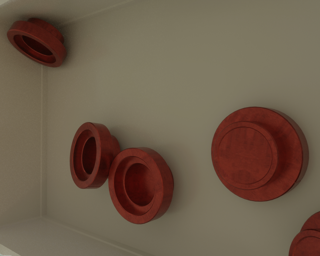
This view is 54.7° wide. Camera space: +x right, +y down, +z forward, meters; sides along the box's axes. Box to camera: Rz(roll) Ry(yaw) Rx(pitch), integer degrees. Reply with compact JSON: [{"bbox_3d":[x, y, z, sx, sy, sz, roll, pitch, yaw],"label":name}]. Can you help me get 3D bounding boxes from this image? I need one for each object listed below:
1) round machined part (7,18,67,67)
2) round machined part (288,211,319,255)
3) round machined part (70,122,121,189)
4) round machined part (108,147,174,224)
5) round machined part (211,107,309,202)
[{"bbox_3d":[-0.208,-0.152,0.541,0.098,0.098,0.042,4,64,40],"label":"round machined part"},{"bbox_3d":[0.143,0.116,0.248,0.098,0.042,0.097,-175,89,-73],"label":"round machined part"},{"bbox_3d":[-0.095,0.042,0.466,0.098,0.042,0.098,-12,74,49],"label":"round machined part"},{"bbox_3d":[-0.021,0.074,0.413,0.098,0.042,0.097,0,90,40],"label":"round machined part"},{"bbox_3d":[0.095,0.027,0.318,0.098,0.042,0.097,0,90,40],"label":"round machined part"}]
